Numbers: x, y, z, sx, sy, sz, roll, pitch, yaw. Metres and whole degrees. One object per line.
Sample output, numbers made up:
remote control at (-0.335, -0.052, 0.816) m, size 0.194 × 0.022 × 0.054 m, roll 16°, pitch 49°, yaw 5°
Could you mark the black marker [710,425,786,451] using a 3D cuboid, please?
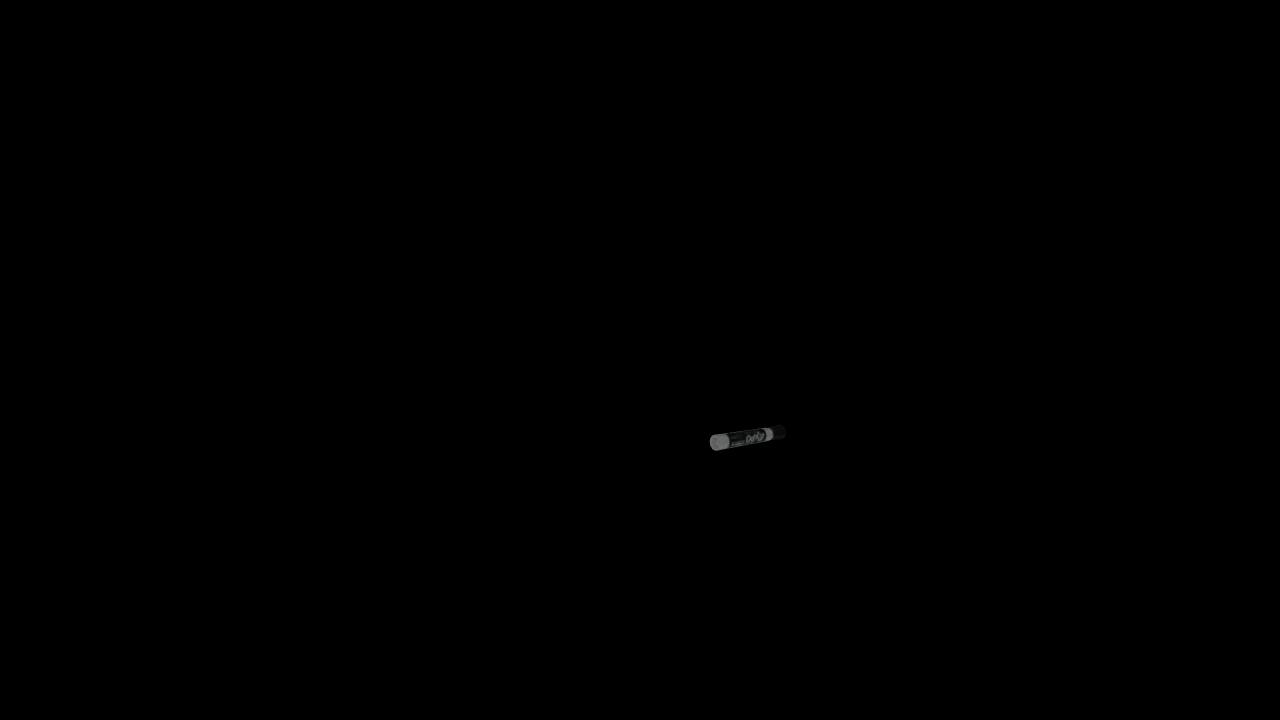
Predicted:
black marker at (0.136, 0.094, 0.753) m, size 0.121 × 0.020 × 0.020 m, roll -3°, pitch 2°, yaw -36°
